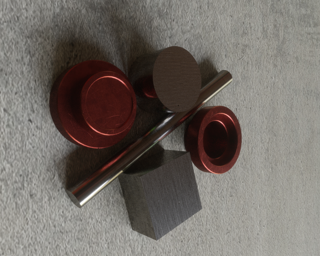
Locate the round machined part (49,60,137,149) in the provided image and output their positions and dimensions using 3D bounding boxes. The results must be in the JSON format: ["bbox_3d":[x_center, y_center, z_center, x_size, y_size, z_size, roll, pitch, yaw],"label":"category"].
[{"bbox_3d":[-0.065,-0.026,0.340,0.099,0.042,0.097,0,90,-40],"label":"round machined part"}]

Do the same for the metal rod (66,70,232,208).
[{"bbox_3d":[0.006,-0.003,0.413,0.302,0.025,0.025,-39,114,-33],"label":"metal rod"}]

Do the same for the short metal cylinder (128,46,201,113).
[{"bbox_3d":[0.007,-0.059,0.395,0.081,0.050,0.079,0,90,-40],"label":"short metal cylinder"}]

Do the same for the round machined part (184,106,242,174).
[{"bbox_3d":[0.074,0.017,0.457,0.099,0.042,0.097,0,90,-40],"label":"round machined part"}]

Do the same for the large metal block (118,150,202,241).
[{"bbox_3d":[0.001,0.079,0.392,0.081,0.050,0.080,-22,104,-38],"label":"large metal block"}]
